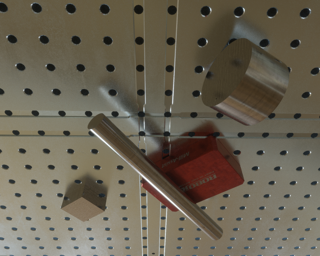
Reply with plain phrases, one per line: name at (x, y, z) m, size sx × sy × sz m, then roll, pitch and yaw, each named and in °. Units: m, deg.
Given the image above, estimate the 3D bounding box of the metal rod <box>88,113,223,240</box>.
metal rod at (0.010, 0.085, 0.444) m, size 0.025 × 0.025 × 0.300 m, roll -28°, pitch 125°, yaw 21°

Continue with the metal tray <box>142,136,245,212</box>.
metal tray at (0.049, 0.074, 0.472) m, size 0.130 × 0.030 × 0.090 m, roll -29°, pitch 125°, yaw 22°

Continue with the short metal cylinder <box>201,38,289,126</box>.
short metal cylinder at (0.090, -0.049, 0.335) m, size 0.050 × 0.080 × 0.080 m, roll 25°, pitch 126°, yaw -20°

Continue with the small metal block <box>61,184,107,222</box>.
small metal block at (-0.127, 0.127, 0.518) m, size 0.050 × 0.025 × 0.050 m, roll -31°, pitch 124°, yaw 23°
